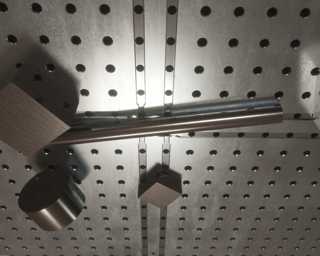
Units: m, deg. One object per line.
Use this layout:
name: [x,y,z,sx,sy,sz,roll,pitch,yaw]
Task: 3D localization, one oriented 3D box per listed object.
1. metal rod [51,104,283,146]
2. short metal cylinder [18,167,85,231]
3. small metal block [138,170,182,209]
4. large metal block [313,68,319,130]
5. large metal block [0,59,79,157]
metal rod: [0.005,-0.003,0.409,0.302,0.025,0.025,-6,130,4]
short metal cylinder: [-0.160,0.105,0.463,0.080,0.080,0.050,-14,129,11]
small metal block: [0.000,0.100,0.497,0.050,0.025,0.050,30,124,-24]
large metal block: [0.237,-0.033,0.371,0.080,0.050,0.080,-11,130,9]
large metal block: [-0.161,-0.021,0.375,0.080,0.050,0.080,-31,124,23]
